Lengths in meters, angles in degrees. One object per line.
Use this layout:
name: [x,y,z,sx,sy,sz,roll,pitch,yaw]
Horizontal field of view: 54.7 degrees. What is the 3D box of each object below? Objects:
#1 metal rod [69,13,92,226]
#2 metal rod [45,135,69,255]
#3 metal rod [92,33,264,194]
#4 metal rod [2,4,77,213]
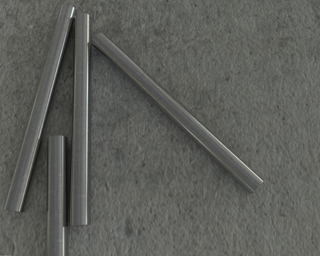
metal rod: [-0.105,-0.025,0.415,0.025,0.025,0.299,-4,70,-2]
metal rod: [-0.116,0.153,0.350,0.025,0.025,0.299,-6,70,-3]
metal rod: [0.015,-0.028,0.418,0.025,0.025,0.300,-43,76,-14]
metal rod: [-0.157,-0.040,0.420,0.025,0.025,0.299,6,70,2]
